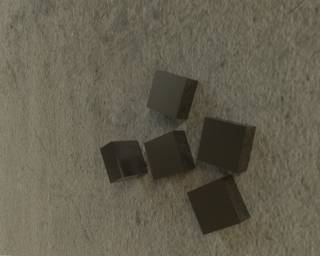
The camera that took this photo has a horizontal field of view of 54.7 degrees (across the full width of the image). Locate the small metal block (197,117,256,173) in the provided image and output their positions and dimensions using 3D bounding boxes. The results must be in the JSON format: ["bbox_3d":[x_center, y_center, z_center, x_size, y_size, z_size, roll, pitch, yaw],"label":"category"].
[{"bbox_3d":[0.073,0.017,0.343,0.050,0.025,0.050,16,100,38],"label":"small metal block"}]

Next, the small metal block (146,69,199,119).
[{"bbox_3d":[0.015,-0.043,0.391,0.050,0.025,0.050,24,105,37],"label":"small metal block"}]

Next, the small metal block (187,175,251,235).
[{"bbox_3d":[0.065,0.087,0.350,0.050,0.025,0.050,-33,70,35],"label":"small metal block"}]

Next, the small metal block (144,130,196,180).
[{"bbox_3d":[0.012,0.035,0.394,0.050,0.025,0.050,-25,75,37],"label":"small metal block"}]

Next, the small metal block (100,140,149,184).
[{"bbox_3d":[-0.049,0.045,0.427,0.025,0.050,0.050,-31,71,35],"label":"small metal block"}]
